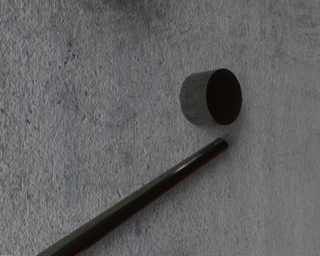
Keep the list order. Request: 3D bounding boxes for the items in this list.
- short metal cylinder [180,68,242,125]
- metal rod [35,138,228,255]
[{"bbox_3d":[0.075,-0.044,0.454,0.081,0.050,0.079,0,90,-40],"label":"short metal cylinder"},{"bbox_3d":[-0.010,0.082,0.398,0.302,0.025,0.025,-27,108,-37],"label":"metal rod"}]
